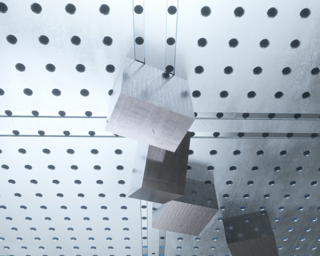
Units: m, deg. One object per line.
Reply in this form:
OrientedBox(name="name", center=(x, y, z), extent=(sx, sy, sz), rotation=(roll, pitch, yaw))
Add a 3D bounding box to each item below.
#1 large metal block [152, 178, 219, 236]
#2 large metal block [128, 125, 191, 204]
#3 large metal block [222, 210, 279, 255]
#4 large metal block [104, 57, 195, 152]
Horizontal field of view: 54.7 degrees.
OrientedBox(name="large metal block", center=(0.038, 0.127, 0.504), extent=(0.081, 0.050, 0.079), rotation=(15, 129, -13))
OrientedBox(name="large metal block", center=(-0.002, 0.049, 0.399), extent=(0.050, 0.080, 0.080), rotation=(14, 156, -12))
OrientedBox(name="large metal block", center=(0.167, 0.202, 0.570), extent=(0.080, 0.050, 0.080), rotation=(-15, 129, 12))
OrientedBox(name="large metal block", center=(-0.012, -0.028, 0.350), extent=(0.081, 0.080, 0.050), rotation=(18, 125, -15))
